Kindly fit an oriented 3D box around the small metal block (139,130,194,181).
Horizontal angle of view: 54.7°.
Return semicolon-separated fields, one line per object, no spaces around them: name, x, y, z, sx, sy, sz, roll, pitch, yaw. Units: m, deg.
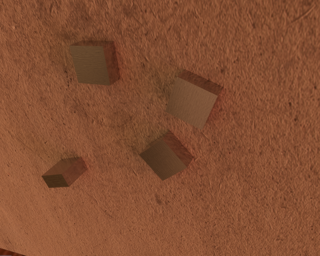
small metal block;0.009;0.038;0.426;0.050;0.025;0.050;49;129;-7

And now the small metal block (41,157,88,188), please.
small metal block;-0.160;0.074;0.521;0.050;0.050;0.025;-10;114;32

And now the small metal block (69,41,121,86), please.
small metal block;-0.083;-0.084;0.398;0.050;0.025;0.050;8;122;24

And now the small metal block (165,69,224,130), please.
small metal block;0.040;-0.033;0.365;0.050;0.025;0.050;27;128;11
